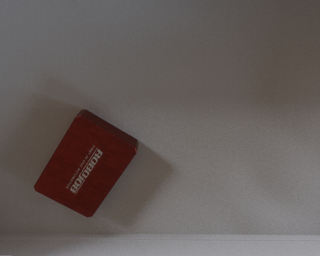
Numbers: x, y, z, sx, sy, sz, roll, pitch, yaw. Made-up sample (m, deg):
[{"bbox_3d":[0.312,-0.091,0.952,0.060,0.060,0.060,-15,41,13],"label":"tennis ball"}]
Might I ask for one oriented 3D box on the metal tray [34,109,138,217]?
[{"bbox_3d":[-0.101,0.051,0.426,0.090,0.030,0.129,32,107,-11],"label":"metal tray"}]
